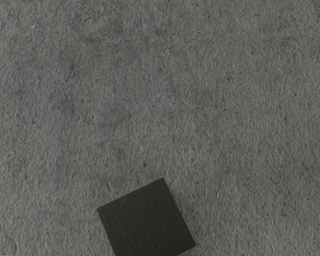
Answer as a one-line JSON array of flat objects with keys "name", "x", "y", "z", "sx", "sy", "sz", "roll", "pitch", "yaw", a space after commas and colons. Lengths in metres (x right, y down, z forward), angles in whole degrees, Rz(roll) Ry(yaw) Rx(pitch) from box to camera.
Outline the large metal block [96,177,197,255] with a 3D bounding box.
[{"name": "large metal block", "x": -0.015, "y": 0.114, "z": 0.353, "sx": 0.080, "sy": 0.050, "sz": 0.080, "roll": -24, "pitch": 72, "yaw": -9}]
